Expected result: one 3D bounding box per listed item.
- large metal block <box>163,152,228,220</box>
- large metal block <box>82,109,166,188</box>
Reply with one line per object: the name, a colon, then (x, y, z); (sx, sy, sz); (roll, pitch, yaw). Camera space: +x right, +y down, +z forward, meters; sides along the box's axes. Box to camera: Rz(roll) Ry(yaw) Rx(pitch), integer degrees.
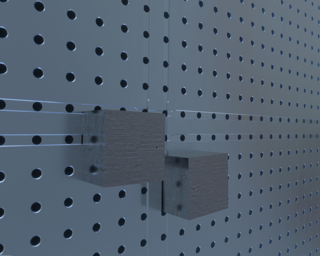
large metal block: (0.051, 0.077, 0.438); (0.081, 0.050, 0.079); (-2, 91, -40)
large metal block: (-0.041, 0.022, 0.360); (0.081, 0.050, 0.079); (2, 89, -40)
